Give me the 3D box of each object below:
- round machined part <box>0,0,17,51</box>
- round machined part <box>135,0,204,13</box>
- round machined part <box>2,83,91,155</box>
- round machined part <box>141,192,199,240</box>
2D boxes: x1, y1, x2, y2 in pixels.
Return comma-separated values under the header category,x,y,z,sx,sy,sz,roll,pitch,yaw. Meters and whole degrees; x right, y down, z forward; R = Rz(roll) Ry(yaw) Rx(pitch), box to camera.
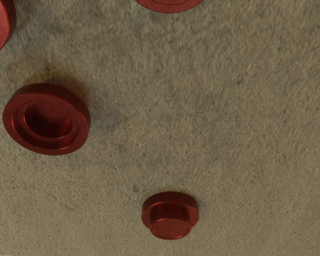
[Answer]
category,x,y,z,sx,sy,sz,roll,pitch,yaw
round machined part,-0.187,-0.117,0.293,0.099,0.042,0.097,-1,130,0
round machined part,0.009,-0.148,0.270,0.099,0.042,0.097,-1,130,0
round machined part,-0.135,-0.015,0.382,0.099,0.042,0.097,-1,130,0
round machined part,0.018,0.156,0.529,0.099,0.042,0.097,-1,130,0
